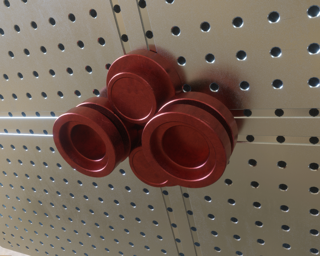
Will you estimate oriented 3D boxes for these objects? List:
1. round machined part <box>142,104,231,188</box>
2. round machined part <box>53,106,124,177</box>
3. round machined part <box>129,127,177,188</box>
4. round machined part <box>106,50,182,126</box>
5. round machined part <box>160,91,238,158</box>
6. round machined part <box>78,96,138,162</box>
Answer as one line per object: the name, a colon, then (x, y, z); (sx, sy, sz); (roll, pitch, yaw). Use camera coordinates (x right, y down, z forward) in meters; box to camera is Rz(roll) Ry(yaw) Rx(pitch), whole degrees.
round machined part: (0.032, 0.017, 0.352); (0.098, 0.042, 0.097); (13, 124, 21)
round machined part: (-0.090, 0.015, 0.415); (0.098, 0.042, 0.097); (13, 124, 21)
round machined part: (-0.004, 0.043, 0.428); (0.098, 0.042, 0.097); (13, 124, 21)
round machined part: (-0.026, -0.044, 0.387); (0.098, 0.042, 0.097); (13, 124, 21)
round machined part: (0.045, 0.000, 0.376); (0.098, 0.042, 0.097); (13, 124, 21)
round machined part: (-0.074, 0.000, 0.439); (0.098, 0.042, 0.097); (13, 124, 21)
